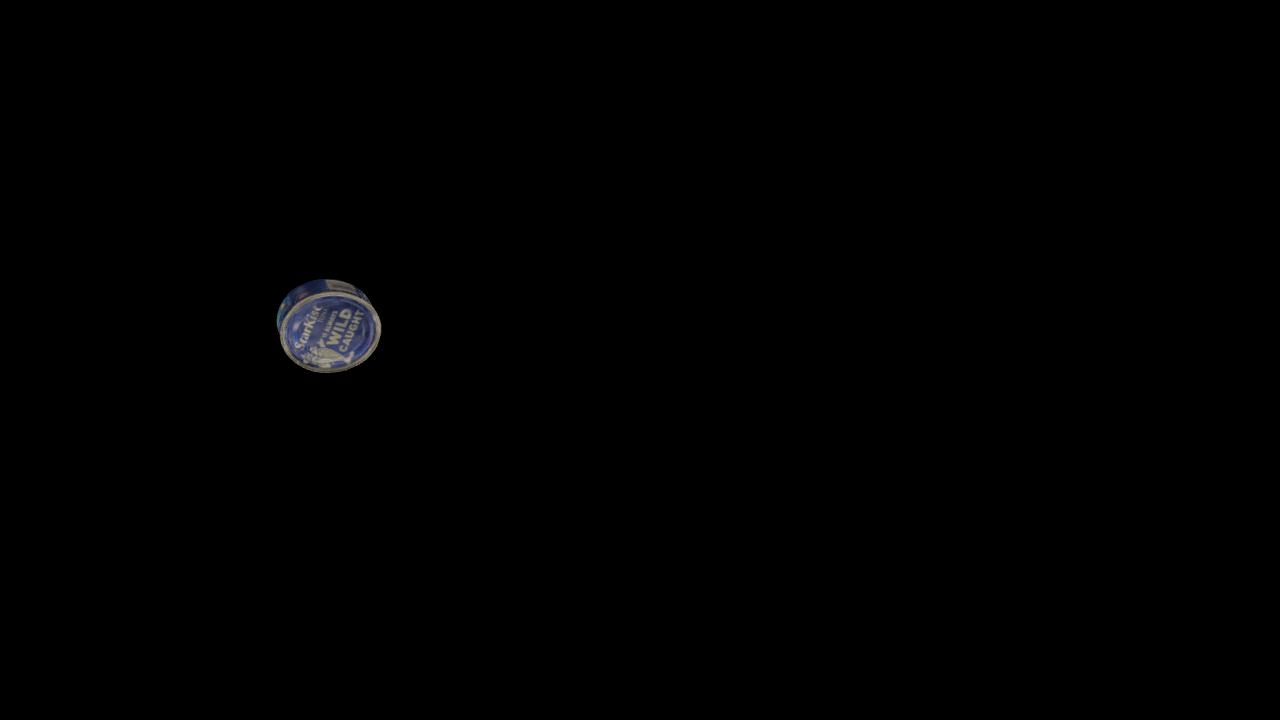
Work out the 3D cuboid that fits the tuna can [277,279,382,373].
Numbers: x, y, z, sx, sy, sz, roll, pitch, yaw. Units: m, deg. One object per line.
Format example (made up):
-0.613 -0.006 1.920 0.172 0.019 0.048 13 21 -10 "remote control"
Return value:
-0.288 -0.032 0.570 0.084 0.084 0.034 0 31 -39 "tuna can"
